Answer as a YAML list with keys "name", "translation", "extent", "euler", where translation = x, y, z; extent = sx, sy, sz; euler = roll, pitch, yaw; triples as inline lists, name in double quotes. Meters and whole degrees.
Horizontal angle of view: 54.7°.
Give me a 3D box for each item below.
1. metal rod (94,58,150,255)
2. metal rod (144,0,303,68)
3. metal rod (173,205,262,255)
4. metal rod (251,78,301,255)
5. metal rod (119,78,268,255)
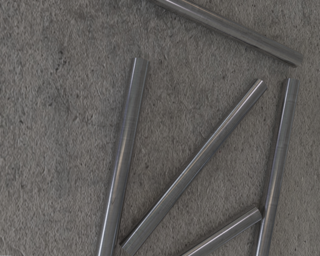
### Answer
- name: "metal rod"
  translation: [-0.051, 0.060, 0.390]
  extent: [0.025, 0.025, 0.298]
  euler: [12, 86, -20]
- name: "metal rod"
  translation: [0.080, -0.149, 0.437]
  extent: [0.302, 0.025, 0.025]
  euler: [17, 84, -19]
- name: "metal rod"
  translation: [0.014, 0.189, 0.414]
  extent: [0.302, 0.025, 0.025]
  euler: [-26, 99, -18]
- name: "metal rod"
  translation: [0.175, 0.072, 0.473]
  extent: [0.025, 0.025, 0.298]
  euler: [14, 85, -20]
- name: "metal rod"
  translation: [0.053, 0.045, 0.428]
  extent: [0.025, 0.025, 0.300]
  euler: [45, 76, -15]
